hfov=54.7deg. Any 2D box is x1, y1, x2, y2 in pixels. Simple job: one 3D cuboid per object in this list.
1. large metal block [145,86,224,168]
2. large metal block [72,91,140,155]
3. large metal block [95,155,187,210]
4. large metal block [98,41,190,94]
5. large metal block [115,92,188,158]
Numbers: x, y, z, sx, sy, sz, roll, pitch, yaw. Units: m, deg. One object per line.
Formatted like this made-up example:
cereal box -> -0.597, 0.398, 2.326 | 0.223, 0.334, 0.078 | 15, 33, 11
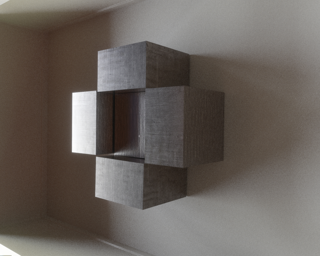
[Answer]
large metal block -> 0.029, -0.002, 0.346 | 0.050, 0.081, 0.080 | 1, 91, 40
large metal block -> -0.072, -0.007, 0.430 | 0.050, 0.081, 0.080 | 1, 91, 40
large metal block -> -0.023, 0.061, 0.388 | 0.080, 0.081, 0.050 | 3, 92, 40
large metal block -> -0.020, -0.069, 0.385 | 0.080, 0.081, 0.050 | 1, 91, 40
large metal block -> -0.012, -0.004, 0.397 | 0.080, 0.050, 0.080 | 1, 91, 40
